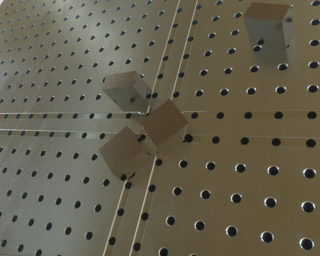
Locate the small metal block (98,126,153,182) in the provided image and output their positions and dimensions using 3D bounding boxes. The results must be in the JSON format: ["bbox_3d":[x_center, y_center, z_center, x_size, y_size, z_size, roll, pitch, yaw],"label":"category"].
[{"bbox_3d":[-0.046,0.034,0.410,0.050,0.025,0.050,-41,51,0],"label":"small metal block"}]

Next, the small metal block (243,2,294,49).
[{"bbox_3d":[0.141,-0.132,0.399,0.050,0.050,0.025,22,74,35],"label":"small metal block"}]

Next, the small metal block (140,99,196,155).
[{"bbox_3d":[0.009,-0.002,0.403,0.050,0.025,0.050,-37,51,3],"label":"small metal block"}]

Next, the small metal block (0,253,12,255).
[{"bbox_3d":[-0.218,0.186,0.390,0.025,0.050,0.050,22,74,36],"label":"small metal block"}]

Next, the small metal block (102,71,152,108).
[{"bbox_3d":[-0.047,-0.054,0.448,0.050,0.050,0.025,-4,60,26],"label":"small metal block"}]
